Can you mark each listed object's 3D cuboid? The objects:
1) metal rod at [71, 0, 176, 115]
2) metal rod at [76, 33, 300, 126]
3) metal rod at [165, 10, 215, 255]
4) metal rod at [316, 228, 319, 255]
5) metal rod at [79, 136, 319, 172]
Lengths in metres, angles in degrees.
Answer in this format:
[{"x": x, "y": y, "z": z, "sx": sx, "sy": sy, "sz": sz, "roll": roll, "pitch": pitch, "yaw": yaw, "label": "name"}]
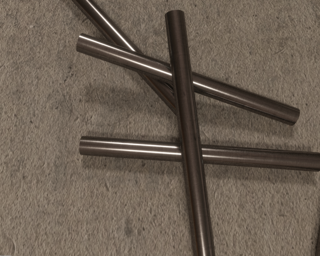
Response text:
[{"x": -0.056, "y": -0.124, "z": 0.452, "sx": 0.025, "sy": 0.025, "sz": 0.300, "roll": -38, "pitch": 75, "yaw": -13, "label": "metal rod"}, {"x": 0.038, "y": -0.063, "z": 0.410, "sx": 0.302, "sy": 0.025, "sz": 0.025, "roll": 19, "pitch": 71, "yaw": -2, "label": "metal rod"}, {"x": 0.035, "y": 0.003, "z": 0.374, "sx": 0.025, "sy": 0.025, "sz": 0.298, "roll": -6, "pitch": 83, "yaw": -3, "label": "metal rod"}, {"x": 0.219, "y": 0.077, "z": 0.382, "sx": 0.025, "sy": 0.025, "sz": 0.299, "roll": 18, "pitch": 71, "yaw": 6, "label": "metal rod"}, {"x": 0.050, "y": 0.033, "z": 0.396, "sx": 0.302, "sy": 0.025, "sz": 0.025, "roll": 4, "pitch": 70, "yaw": 1, "label": "metal rod"}]
